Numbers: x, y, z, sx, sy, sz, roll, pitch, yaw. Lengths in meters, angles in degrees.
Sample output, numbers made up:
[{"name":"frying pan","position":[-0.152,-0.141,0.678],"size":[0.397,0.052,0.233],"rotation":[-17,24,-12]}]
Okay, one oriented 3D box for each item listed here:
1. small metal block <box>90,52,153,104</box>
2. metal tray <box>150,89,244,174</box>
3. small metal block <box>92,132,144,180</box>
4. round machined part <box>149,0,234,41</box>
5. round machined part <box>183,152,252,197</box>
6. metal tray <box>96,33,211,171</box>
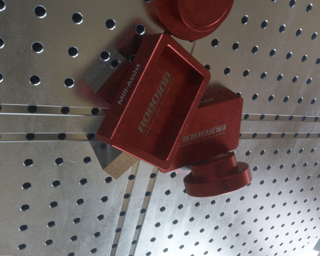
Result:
[{"name":"small metal block","position":[-0.043,-0.050,0.357],"size":[0.050,0.025,0.050],"rotation":[-49,129,6]},{"name":"metal tray","position":[0.052,0.004,0.439],"size":[0.131,0.030,0.089],"rotation":[-16,125,-19]},{"name":"small metal block","position":[-0.051,0.027,0.384],"size":[0.050,0.050,0.025],"rotation":[-42,129,1]},{"name":"round machined part","position":[0.041,-0.143,0.334],"size":[0.099,0.042,0.097],"rotation":[-14,124,-21]},{"name":"round machined part","position":[0.082,0.064,0.458],"size":[0.099,0.098,0.042],"rotation":[-16,94,-19]},{"name":"metal tray","position":[-0.002,-0.027,0.348],"size":[0.090,0.030,0.130],"rotation":[32,79,-39]}]
